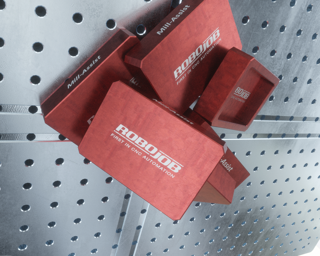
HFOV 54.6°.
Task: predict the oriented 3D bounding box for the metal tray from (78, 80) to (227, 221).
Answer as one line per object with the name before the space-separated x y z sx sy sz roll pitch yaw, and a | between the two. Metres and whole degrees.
metal tray | -0.010 0.021 0.320 0.090 0.130 0.030 -59 169 14

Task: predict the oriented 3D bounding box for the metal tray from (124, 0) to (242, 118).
metal tray | 0.032 -0.084 0.349 0.130 0.030 0.090 -47 134 -14

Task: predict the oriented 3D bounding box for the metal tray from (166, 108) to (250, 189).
metal tray | 0.058 0.019 0.410 0.030 0.090 0.130 -44 129 2

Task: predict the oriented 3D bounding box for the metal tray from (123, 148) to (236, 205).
metal tray | 0.018 0.061 0.396 0.090 0.130 0.030 45 54 -39

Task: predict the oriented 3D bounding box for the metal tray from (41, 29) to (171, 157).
metal tray | -0.056 -0.035 0.355 0.130 0.030 0.090 -43 130 2

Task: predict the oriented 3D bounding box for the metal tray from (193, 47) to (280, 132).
metal tray | 0.104 -0.043 0.406 0.131 0.030 0.090 7 118 -56
